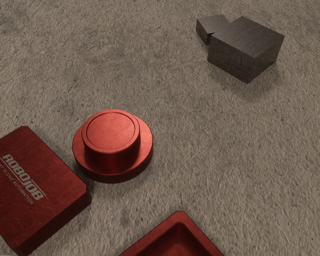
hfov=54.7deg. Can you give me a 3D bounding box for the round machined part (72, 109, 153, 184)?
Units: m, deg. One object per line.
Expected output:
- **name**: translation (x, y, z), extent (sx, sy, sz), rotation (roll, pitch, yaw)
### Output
- **round machined part**: translation (-0.058, 0.015, 0.379), extent (0.099, 0.042, 0.098), rotation (0, 50, 0)

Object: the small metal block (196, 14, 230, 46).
- **small metal block**: translation (0.097, -0.175, 0.552), extent (0.050, 0.025, 0.050), rotation (-13, 51, -11)

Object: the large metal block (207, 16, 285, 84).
- **large metal block**: translation (0.135, -0.127, 0.495), extent (0.080, 0.050, 0.080), rotation (-37, 59, -27)

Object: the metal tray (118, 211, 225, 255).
- **metal tray**: translation (-0.002, 0.148, 0.275), extent (0.131, 0.030, 0.090), rotation (-31, 57, -24)

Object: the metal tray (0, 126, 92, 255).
- **metal tray**: translation (-0.152, 0.063, 0.345), extent (0.130, 0.030, 0.090), rotation (37, 59, 26)
